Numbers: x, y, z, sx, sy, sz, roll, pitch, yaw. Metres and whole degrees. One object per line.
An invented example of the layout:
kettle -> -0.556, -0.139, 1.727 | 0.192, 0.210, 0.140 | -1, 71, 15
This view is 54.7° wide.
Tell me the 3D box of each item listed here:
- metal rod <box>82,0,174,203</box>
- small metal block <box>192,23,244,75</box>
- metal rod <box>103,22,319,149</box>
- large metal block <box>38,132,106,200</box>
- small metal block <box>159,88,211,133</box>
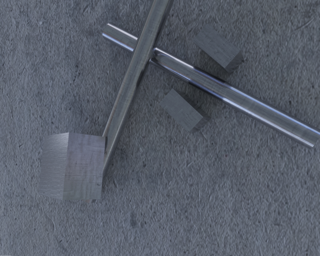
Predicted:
metal rod -> -0.047, -0.032, 0.406 | 0.025, 0.025, 0.298 | 28, 106, 17
small metal block -> 0.071, -0.092, 0.370 | 0.050, 0.050, 0.025 | 45, 104, 14
metal rod -> 0.051, -0.061, 0.390 | 0.300, 0.025, 0.025 | 31, 100, 17
large metal block -> -0.118, 0.051, 0.412 | 0.080, 0.050, 0.080 | -7, 77, 49
small metal block -> 0.032, -0.021, 0.384 | 0.050, 0.050, 0.025 | 45, 104, 14
